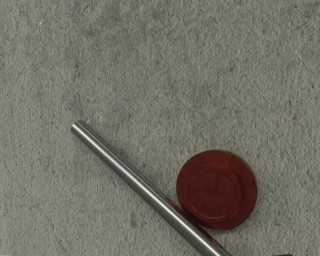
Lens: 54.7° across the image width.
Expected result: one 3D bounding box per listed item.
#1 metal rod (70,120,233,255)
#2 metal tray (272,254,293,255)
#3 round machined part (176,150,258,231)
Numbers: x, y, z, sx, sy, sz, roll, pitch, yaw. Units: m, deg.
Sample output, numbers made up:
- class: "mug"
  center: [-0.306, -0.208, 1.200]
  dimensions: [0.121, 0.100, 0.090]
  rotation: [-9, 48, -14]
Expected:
- class: "metal rod"
  center: [-0.011, 0.085, 0.395]
  dimensions: [0.300, 0.025, 0.025]
  rotation: [39, 102, 22]
- class: "metal tray"
  center: [0.128, 0.222, 0.360]
  dimensions: [0.090, 0.030, 0.129]
  rotation: [-15, 85, 19]
- class: "round machined part"
  center: [0.067, 0.076, 0.376]
  dimensions: [0.098, 0.042, 0.097]
  rotation: [0, 90, 19]
